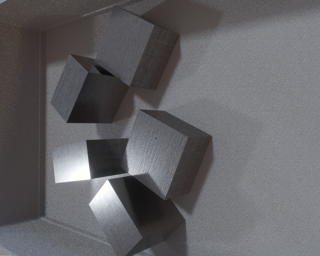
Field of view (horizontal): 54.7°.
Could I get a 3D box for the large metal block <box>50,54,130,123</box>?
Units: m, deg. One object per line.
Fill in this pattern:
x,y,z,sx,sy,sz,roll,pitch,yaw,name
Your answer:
-0.099,-0.054,0.450,0.050,0.081,0.080,44,116,31,large metal block

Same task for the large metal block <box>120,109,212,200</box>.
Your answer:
0.006,0.030,0.384,0.080,0.050,0.079,30,109,35,large metal block

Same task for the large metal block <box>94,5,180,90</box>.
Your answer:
-0.033,-0.107,0.416,0.080,0.050,0.079,37,113,33,large metal block

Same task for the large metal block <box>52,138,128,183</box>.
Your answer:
-0.095,0.046,0.447,0.080,0.081,0.050,-13,82,39,large metal block

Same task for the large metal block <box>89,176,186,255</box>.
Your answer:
-0.028,0.107,0.393,0.080,0.081,0.050,52,120,27,large metal block
